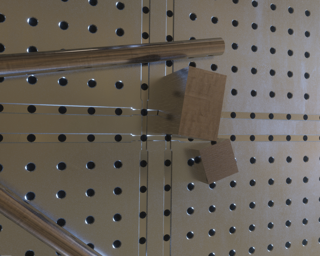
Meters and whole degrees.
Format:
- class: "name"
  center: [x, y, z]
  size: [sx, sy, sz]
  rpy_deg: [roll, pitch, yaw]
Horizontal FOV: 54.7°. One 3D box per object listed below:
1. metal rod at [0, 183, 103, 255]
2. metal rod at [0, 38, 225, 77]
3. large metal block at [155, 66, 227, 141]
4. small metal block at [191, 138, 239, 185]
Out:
- class: "metal rod"
  center: [-0.158, 0.098, 0.354]
  size: [0.300, 0.025, 0.025]
  rpy_deg: [42, 77, -15]
- class: "metal rod"
  center: [-0.054, -0.092, 0.392]
  size: [0.302, 0.025, 0.025]
  rpy_deg: [-10, 94, -20]
- class: "large metal block"
  center: [0.037, -0.028, 0.397]
  size: [0.050, 0.080, 0.080]
  rpy_deg: [10, 87, -20]
- class: "small metal block"
  center: [0.078, 0.046, 0.442]
  size: [0.050, 0.025, 0.050]
  rpy_deg: [-18, 96, -19]
